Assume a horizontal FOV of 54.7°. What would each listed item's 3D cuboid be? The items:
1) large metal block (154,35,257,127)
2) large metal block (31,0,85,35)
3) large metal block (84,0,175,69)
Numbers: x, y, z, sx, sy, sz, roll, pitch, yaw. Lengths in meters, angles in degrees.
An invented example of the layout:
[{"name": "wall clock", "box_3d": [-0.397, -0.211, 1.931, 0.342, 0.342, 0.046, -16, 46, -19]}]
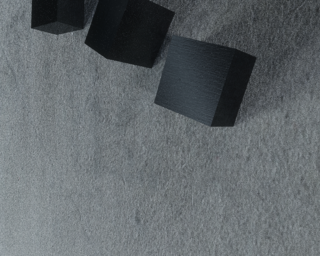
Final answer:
[{"name": "large metal block", "box_3d": [0.049, -0.052, 0.347, 0.080, 0.050, 0.079, 25, 106, 36]}, {"name": "large metal block", "box_3d": [-0.175, -0.210, 0.530, 0.080, 0.050, 0.079, 5, 93, 39]}, {"name": "large metal block", "box_3d": [-0.038, -0.129, 0.399, 0.050, 0.081, 0.079, 38, 113, 33]}]
